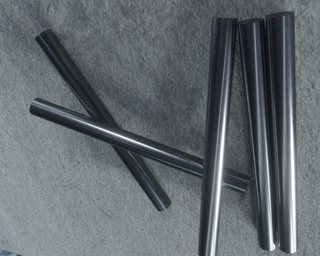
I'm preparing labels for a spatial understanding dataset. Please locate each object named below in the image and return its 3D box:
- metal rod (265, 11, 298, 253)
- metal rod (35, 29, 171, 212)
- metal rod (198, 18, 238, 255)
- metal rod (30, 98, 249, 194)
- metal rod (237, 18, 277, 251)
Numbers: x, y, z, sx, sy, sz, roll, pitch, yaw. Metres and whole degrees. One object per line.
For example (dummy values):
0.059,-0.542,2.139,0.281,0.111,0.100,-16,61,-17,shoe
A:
0.140,0.027,0.348,0.025,0.025,0.298,1,119,27,metal rod
-0.074,-0.002,0.442,0.025,0.025,0.299,-24,106,36,metal rod
0.064,0.030,0.360,0.025,0.025,0.298,10,113,23,metal rod
-0.032,0.021,0.411,0.301,0.025,0.025,20,126,6,metal rod
0.118,0.028,0.361,0.025,0.025,0.298,1,119,27,metal rod
